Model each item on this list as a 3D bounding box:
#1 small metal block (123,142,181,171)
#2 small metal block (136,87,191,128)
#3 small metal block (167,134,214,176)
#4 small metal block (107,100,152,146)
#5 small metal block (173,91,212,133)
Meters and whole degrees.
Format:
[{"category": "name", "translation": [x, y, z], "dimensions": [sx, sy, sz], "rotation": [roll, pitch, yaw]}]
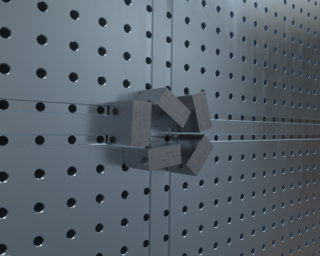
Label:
[{"category": "small metal block", "translation": [-0.010, 0.034, 0.383], "dimensions": [0.050, 0.050, 0.025], "rotation": [-7, 94, -40]}, {"category": "small metal block", "translation": [0.002, -0.024, 0.393], "dimensions": [0.050, 0.050, 0.025], "rotation": [41, 66, -33]}, {"category": "small metal block", "translation": [0.037, 0.035, 0.422], "dimensions": [0.025, 0.050, 0.050], "rotation": [50, 61, -28]}, {"category": "small metal block", "translation": [-0.036, -0.005, 0.361], "dimensions": [0.025, 0.050, 0.050], "rotation": [5, 88, -40]}, {"category": "small metal block", "translation": [0.040, -0.021, 0.424], "dimensions": [0.025, 0.050, 0.050], "rotation": [-21, 103, -38]}]
